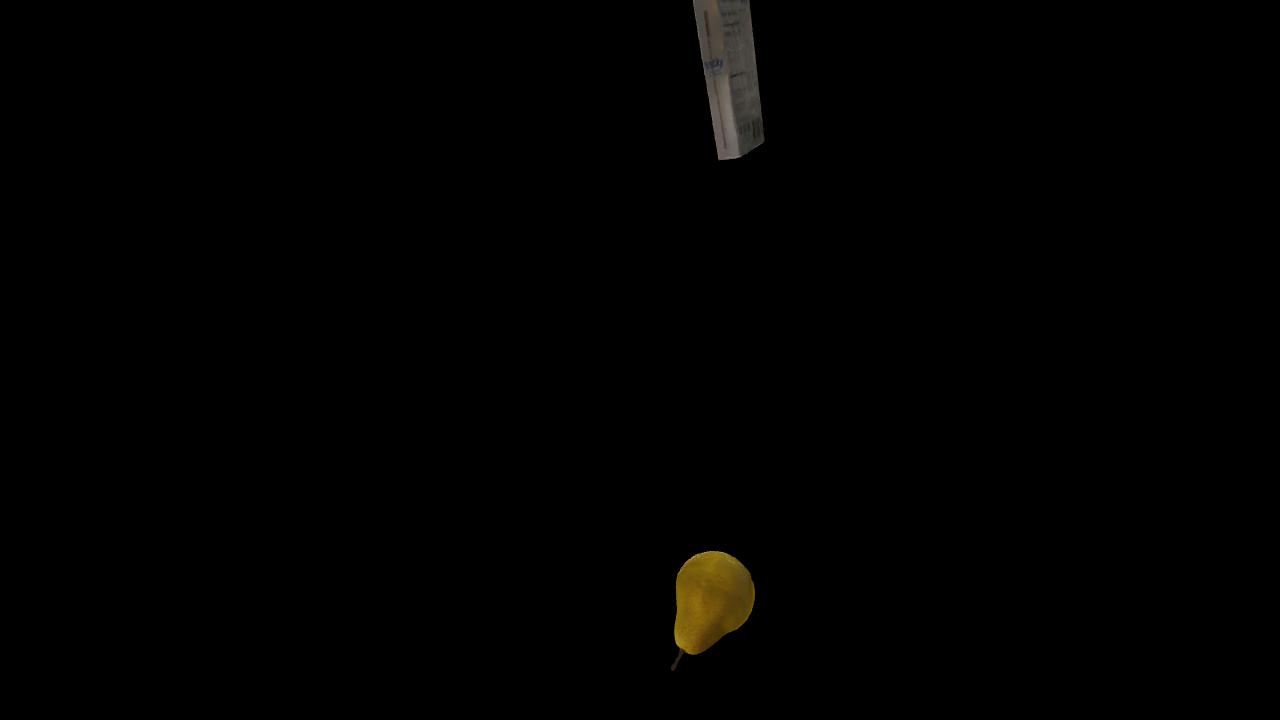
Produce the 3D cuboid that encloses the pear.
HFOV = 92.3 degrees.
[{"bbox_3d":[0.061,0.237,0.579,0.080,0.080,0.111,0,38,34],"label":"pear"}]

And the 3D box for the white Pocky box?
[{"bbox_3d":[0.091,-0.285,0.609,0.028,0.154,0.084,3,29,31],"label":"white Pocky box"}]
